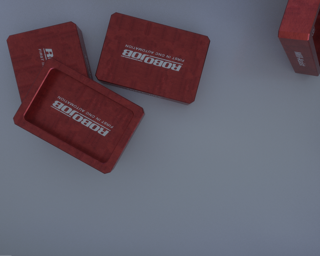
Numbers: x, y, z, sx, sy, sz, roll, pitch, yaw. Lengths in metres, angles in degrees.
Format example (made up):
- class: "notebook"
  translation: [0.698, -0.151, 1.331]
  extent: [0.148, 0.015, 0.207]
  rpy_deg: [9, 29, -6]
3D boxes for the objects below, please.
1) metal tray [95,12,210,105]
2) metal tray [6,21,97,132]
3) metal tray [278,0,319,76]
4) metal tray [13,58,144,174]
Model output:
- class: "metal tray"
  translation: [-0.009, -0.089, 0.409]
  extent: [0.131, 0.030, 0.090]
  rpy_deg: [15, 90, 0]
- class: "metal tray"
  translation: [-0.137, -0.064, 0.408]
  extent: [0.091, 0.030, 0.129]
  rpy_deg: [-13, 90, 0]
- class: "metal tray"
  translation: [0.178, -0.123, 0.362]
  extent: [0.030, 0.131, 0.090]
  rpy_deg: [18, 91, 32]
- class: "metal tray"
  translation: [-0.095, -0.014, 0.377]
  extent: [0.130, 0.030, 0.090]
  rpy_deg: [29, 90, -1]
